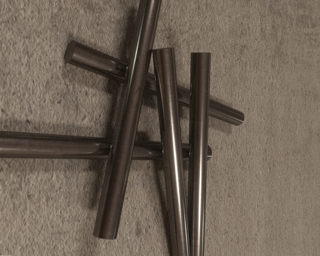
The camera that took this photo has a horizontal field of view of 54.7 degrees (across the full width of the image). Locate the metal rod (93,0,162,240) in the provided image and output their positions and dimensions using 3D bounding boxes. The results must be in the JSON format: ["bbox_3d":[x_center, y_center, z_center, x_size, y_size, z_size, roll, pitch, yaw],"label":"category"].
[{"bbox_3d":[-0.032,-0.032,0.345,0.025,0.025,0.299,17,79,-39],"label":"metal rod"}]

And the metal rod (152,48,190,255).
[{"bbox_3d":[0.017,0.052,0.391,0.025,0.025,0.298,-20,112,-39],"label":"metal rod"}]

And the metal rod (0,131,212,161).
[{"bbox_3d":[-0.047,0.025,0.367,0.302,0.025,0.025,6,86,-40],"label":"metal rod"}]

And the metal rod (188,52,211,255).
[{"bbox_3d":[0.051,0.051,0.419,0.025,0.025,0.298,-11,106,-40],"label":"metal rod"}]

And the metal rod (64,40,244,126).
[{"bbox_3d":[0.018,-0.048,0.421,0.302,0.025,0.025,16,80,-39],"label":"metal rod"}]
